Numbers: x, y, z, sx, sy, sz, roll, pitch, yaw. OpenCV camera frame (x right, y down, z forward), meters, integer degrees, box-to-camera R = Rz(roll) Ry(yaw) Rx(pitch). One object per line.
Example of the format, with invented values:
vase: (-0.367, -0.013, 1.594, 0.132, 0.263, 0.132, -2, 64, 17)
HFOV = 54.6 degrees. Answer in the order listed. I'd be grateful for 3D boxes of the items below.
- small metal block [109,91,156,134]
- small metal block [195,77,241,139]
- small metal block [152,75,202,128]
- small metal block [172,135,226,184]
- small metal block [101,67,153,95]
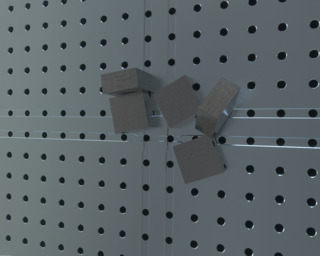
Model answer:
small metal block: (-0.038, -0.021, 0.427, 0.050, 0.025, 0.050, -11, 86, 19)
small metal block: (0.067, -0.023, 0.366, 0.025, 0.050, 0.050, 32, 68, 17)
small metal block: (0.026, -0.033, 0.404, 0.050, 0.025, 0.050, -30, 80, 17)
small metal block: (0.050, 0.039, 0.395, 0.050, 0.025, 0.050, -21, 83, 19)
small metal block: (-0.043, -0.060, 0.415, 0.050, 0.050, 0.025, -7, 87, 20)
